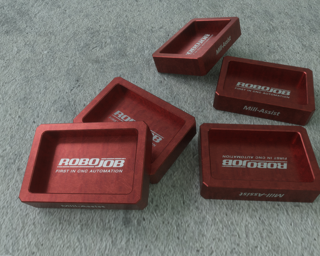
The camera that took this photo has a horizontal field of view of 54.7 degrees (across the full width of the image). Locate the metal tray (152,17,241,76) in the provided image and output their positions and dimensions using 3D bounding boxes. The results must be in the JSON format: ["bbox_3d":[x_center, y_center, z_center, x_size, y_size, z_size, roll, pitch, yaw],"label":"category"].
[{"bbox_3d":[0.060,-0.133,0.492,0.090,0.030,0.131,13,48,37],"label":"metal tray"}]

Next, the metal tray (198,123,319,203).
[{"bbox_3d":[0.113,0.039,0.367,0.131,0.030,0.090,2,50,1],"label":"metal tray"}]

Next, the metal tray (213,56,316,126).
[{"bbox_3d":[0.149,-0.057,0.448,0.131,0.030,0.090,12,51,9],"label":"metal tray"}]

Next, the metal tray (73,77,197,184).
[{"bbox_3d":[-0.032,-0.002,0.389,0.130,0.030,0.090,31,68,23],"label":"metal tray"}]

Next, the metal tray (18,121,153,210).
[{"bbox_3d":[-0.077,0.040,0.338,0.131,0.030,0.090,-1,64,10],"label":"metal tray"}]
